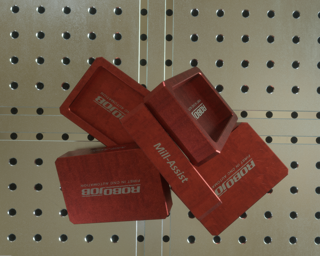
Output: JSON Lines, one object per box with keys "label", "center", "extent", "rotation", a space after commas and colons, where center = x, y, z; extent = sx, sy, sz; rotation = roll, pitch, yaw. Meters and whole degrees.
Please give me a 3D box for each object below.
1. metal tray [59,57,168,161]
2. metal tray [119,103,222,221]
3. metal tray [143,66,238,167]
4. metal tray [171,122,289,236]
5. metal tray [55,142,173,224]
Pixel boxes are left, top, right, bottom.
{"label": "metal tray", "center": [-0.052, -0.020, 0.410], "extent": [0.130, 0.030, 0.090], "rotation": [36, 90, -1]}
{"label": "metal tray", "center": [0.011, 0.034, 0.350], "extent": [0.030, 0.090, 0.130], "rotation": [-38, 91, 0]}
{"label": "metal tray", "center": [0.043, -0.021, 0.362], "extent": [0.030, 0.131, 0.090], "rotation": [-38, 90, 28]}
{"label": "metal tray", "center": [0.090, 0.065, 0.411], "extent": [0.130, 0.030, 0.090], "rotation": [-41, 91, -1]}
{"label": "metal tray", "center": [-0.057, 0.069, 0.386], "extent": [0.130, 0.030, 0.089], "rotation": [-8, 101, 14]}
